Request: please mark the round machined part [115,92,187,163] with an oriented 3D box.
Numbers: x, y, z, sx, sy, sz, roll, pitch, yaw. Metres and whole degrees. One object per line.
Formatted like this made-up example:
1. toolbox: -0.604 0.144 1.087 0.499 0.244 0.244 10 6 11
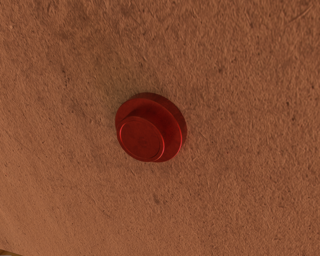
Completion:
1. round machined part: -0.018 0.006 0.408 0.098 0.042 0.097 13 124 20
